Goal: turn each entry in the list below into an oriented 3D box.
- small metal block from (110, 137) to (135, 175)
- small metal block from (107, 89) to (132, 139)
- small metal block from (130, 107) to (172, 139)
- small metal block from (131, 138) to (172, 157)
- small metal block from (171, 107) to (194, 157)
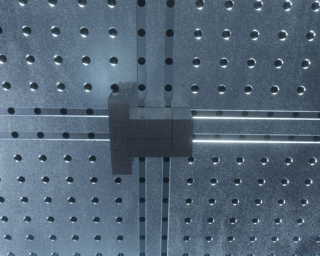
[{"bbox_3d":[-0.049,0.028,0.409,0.025,0.050,0.050,0,110,0],"label":"small metal block"},{"bbox_3d":[-0.049,-0.019,0.392,0.025,0.050,0.050,0,110,0],"label":"small metal block"},{"bbox_3d":[-0.011,-0.007,0.396,0.050,0.050,0.025,0,110,-1],"label":"small metal block"},{"bbox_3d":[-0.011,0.016,0.405,0.050,0.050,0.025,0,110,-1],"label":"small metal block"},{"bbox_3d":[0.028,0.004,0.401,0.025,0.050,0.050,0,110,0],"label":"small metal block"}]
